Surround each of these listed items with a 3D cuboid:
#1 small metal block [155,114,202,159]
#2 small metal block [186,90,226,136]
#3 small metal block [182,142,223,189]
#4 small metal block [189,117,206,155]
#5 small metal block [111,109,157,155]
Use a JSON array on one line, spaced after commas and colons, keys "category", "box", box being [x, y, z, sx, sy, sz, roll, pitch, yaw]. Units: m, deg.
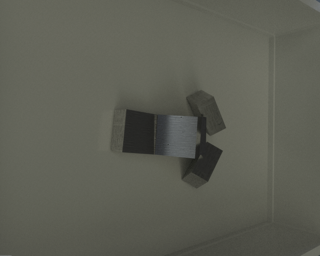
[{"category": "small metal block", "box": [0.023, 0.010, 0.386, 0.025, 0.050, 0.050, 2, 92, -72]}, {"category": "small metal block", "box": [0.065, -0.023, 0.442, 0.025, 0.050, 0.050, -27, 111, -3]}, {"category": "small metal block", "box": [0.059, 0.053, 0.437, 0.025, 0.050, 0.050, 31, 66, 1]}, {"category": "small metal block", "box": [0.035, 0.010, 0.420, 0.025, 0.050, 0.050, 1, 89, -40]}, {"category": "small metal block", "box": [-0.030, 0.006, 0.380, 0.050, 0.025, 0.050, 8, 85, -40]}]
